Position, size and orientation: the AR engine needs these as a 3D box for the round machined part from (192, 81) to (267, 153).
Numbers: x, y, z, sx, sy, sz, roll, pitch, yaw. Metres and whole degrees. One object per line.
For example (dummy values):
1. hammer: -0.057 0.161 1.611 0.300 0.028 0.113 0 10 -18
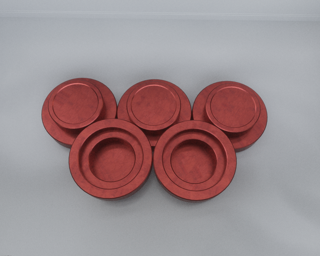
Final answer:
1. round machined part: 0.091 -0.019 0.405 0.099 0.042 0.098 0 69 0

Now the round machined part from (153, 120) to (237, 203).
1. round machined part: 0.041 0.043 0.383 0.099 0.042 0.098 0 70 0

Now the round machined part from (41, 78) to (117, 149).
1. round machined part: -0.106 -0.024 0.406 0.099 0.042 0.098 0 69 -1

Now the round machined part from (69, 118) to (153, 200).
1. round machined part: -0.058 0.041 0.383 0.099 0.042 0.098 0 70 0

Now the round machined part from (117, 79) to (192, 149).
1. round machined part: -0.008 -0.022 0.406 0.099 0.042 0.098 0 69 0
